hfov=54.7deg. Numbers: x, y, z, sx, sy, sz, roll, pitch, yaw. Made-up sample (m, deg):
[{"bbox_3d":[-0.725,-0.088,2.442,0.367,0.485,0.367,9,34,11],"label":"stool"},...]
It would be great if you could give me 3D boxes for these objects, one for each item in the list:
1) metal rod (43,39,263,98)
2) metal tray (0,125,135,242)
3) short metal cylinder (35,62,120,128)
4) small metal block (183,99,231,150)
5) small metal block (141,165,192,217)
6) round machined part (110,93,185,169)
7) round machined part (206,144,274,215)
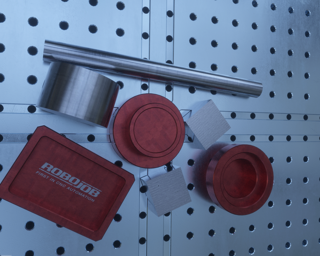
[{"bbox_3d":[0.005,-0.075,0.414,0.302,0.025,0.025,7,88,-20],"label":"metal rod"},{"bbox_3d":[-0.108,0.066,0.370,0.130,0.030,0.090,32,80,-17],"label":"metal tray"},{"bbox_3d":[-0.091,-0.035,0.349,0.081,0.080,0.050,19,84,-19],"label":"short metal cylinder"},{"bbox_3d":[0.063,-0.005,0.436,0.050,0.025,0.050,-40,103,-16],"label":"small metal block"},{"bbox_3d":[0.008,0.083,0.416,0.050,0.025,0.050,-20,97,-19],"label":"small metal block"},{"bbox_3d":[-0.012,0.004,0.398,0.099,0.042,0.097,1,87,-20],"label":"round machined part"},{"bbox_3d":[0.109,0.071,0.444,0.099,0.042,0.097,0,90,-20],"label":"round machined part"}]
